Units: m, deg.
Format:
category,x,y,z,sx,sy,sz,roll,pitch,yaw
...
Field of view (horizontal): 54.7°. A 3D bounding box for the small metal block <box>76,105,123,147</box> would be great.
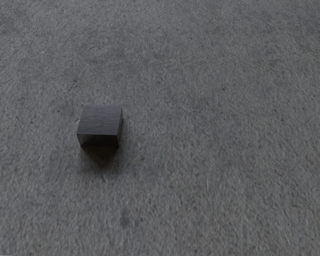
category,x,y,z,sx,sy,sz,roll,pitch,yaw
small metal block,-0.077,-0.003,0.405,0.050,0.025,0.050,2,50,1
